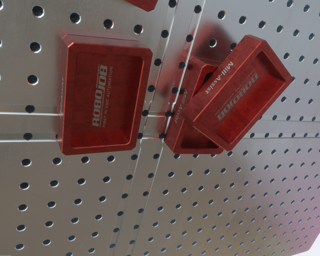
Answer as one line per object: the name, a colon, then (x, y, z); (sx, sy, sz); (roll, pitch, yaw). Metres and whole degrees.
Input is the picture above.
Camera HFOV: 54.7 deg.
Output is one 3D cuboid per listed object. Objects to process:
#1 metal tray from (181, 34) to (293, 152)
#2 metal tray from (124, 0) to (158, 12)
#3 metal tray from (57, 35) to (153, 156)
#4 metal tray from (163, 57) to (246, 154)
metal tray: (0.101, -0.041, 0.399); (0.090, 0.030, 0.130); (34, 99, -39)
metal tray: (-0.022, -0.187, 0.281); (0.091, 0.030, 0.129); (14, 111, -35)
metal tray: (-0.065, -0.034, 0.352); (0.091, 0.030, 0.129); (-3, 120, -28)
metal tray: (0.067, -0.026, 0.430); (0.091, 0.030, 0.129); (3, 117, -31)
